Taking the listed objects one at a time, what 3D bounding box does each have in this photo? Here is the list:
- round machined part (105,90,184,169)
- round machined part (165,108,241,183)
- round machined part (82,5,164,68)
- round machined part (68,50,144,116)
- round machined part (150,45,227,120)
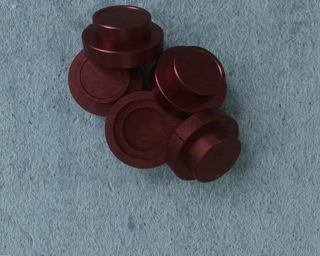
[{"bbox_3d":[-0.019,0.002,0.402,0.099,0.042,0.097,0,90,-1],"label":"round machined part"},{"bbox_3d":[0.059,0.028,0.376,0.098,0.098,0.042,-43,50,0],"label":"round machined part"},{"bbox_3d":[-0.044,-0.115,0.373,0.099,0.098,0.042,1,132,-1],"label":"round machined part"},{"bbox_3d":[-0.070,-0.064,0.403,0.099,0.042,0.097,0,90,-1],"label":"round machined part"},{"bbox_3d":[0.040,-0.061,0.381,0.099,0.042,0.098,9,65,-19],"label":"round machined part"}]
